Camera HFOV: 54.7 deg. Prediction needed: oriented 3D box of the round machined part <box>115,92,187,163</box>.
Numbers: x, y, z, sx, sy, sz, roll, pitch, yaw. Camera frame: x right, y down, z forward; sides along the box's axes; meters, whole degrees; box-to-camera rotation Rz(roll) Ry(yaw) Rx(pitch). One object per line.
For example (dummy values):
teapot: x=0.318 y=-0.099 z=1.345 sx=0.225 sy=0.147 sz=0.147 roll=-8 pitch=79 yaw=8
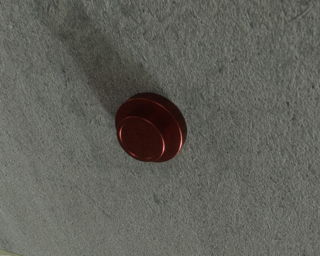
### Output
round machined part: x=-0.018 y=0.006 z=0.408 sx=0.098 sy=0.042 sz=0.097 roll=13 pitch=124 yaw=20
